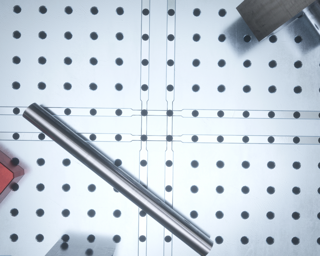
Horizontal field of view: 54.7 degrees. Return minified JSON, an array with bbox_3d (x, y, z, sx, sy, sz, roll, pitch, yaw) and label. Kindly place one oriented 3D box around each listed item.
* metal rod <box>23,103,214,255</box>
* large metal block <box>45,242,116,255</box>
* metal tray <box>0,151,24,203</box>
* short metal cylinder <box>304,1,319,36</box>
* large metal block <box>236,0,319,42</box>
[{"bbox_3d":[-0.055,0.069,0.412,0.300,0.025,0.025,38,90,0],"label":"metal rod"},{"bbox_3d":[-0.106,0.200,0.400,0.080,0.050,0.080,7,90,0],"label":"large metal block"},{"bbox_3d":[-0.259,0.082,0.409,0.090,0.030,0.130,40,90,0],"label":"metal tray"},{"bbox_3d":[0.232,-0.150,0.387,0.080,0.080,0.050,-35,91,0],"label":"short metal cylinder"},{"bbox_3d":[0.153,-0.156,0.370,0.081,0.080,0.050,-34,90,-40],"label":"large metal block"}]
